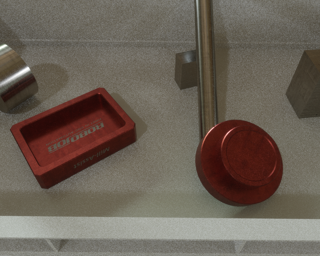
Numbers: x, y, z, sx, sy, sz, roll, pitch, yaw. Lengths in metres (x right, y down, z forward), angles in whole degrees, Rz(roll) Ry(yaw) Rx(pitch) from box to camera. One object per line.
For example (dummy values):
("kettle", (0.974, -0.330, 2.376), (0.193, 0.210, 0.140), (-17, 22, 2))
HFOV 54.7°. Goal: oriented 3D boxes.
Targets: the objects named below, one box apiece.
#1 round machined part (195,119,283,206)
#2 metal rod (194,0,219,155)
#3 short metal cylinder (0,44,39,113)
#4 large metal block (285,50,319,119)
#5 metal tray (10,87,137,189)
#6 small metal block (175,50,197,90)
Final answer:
("round machined part", (0.093, 0.035, 0.345), (0.099, 0.042, 0.098), (4, 68, -11))
("metal rod", (0.061, -0.111, 0.413), (0.025, 0.025, 0.299), (0, 77, -1))
("short metal cylinder", (-0.215, -0.067, 0.423), (0.080, 0.080, 0.050), (31, 57, 23))
("large metal block", (0.232, -0.061, 0.424), (0.081, 0.080, 0.050), (-5, 50, -5))
("metal tray", (-0.107, 0.007, 0.394), (0.131, 0.030, 0.090), (-28, 56, -22))
("small metal block", (0.051, -0.089, 0.464), (0.050, 0.050, 0.025), (-15, 52, -12))
